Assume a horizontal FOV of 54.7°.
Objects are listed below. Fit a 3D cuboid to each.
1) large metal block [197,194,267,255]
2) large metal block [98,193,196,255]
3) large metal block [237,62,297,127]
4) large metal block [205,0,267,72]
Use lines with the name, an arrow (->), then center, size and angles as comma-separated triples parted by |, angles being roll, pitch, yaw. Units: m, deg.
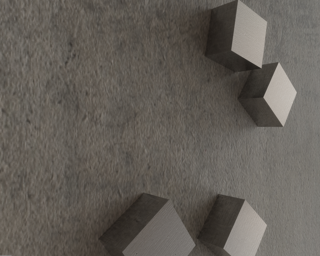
large metal block -> 0.116, 0.164, 0.489 | 0.080, 0.050, 0.080 | 48, 61, -30
large metal block -> -0.013, 0.140, 0.380 | 0.080, 0.050, 0.080 | -42, 116, -32
large metal block -> 0.193, -0.058, 0.554 | 0.080, 0.050, 0.080 | 45, 63, -31
large metal block -> 0.122, -0.142, 0.494 | 0.081, 0.050, 0.080 | 15, 80, -39
